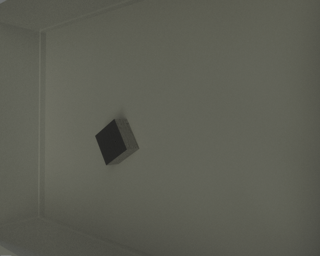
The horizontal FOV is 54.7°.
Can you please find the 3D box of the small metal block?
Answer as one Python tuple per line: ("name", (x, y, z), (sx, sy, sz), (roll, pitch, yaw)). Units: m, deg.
("small metal block", (-0.064, 0.021, 0.457), (0.050, 0.025, 0.050), (-37, 68, 33))
